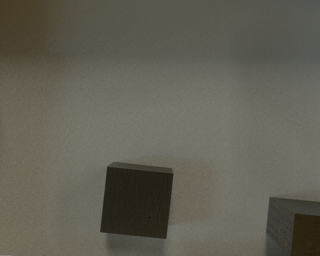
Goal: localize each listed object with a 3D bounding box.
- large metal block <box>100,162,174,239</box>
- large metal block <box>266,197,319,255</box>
[{"bbox_3d":[-0.028,0.090,0.399,0.080,0.050,0.080,6,90,0],"label":"large metal block"},{"bbox_3d":[0.188,0.124,0.385,0.080,0.080,0.050,6,90,0],"label":"large metal block"}]
